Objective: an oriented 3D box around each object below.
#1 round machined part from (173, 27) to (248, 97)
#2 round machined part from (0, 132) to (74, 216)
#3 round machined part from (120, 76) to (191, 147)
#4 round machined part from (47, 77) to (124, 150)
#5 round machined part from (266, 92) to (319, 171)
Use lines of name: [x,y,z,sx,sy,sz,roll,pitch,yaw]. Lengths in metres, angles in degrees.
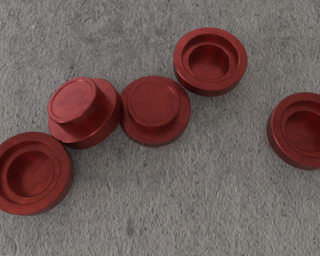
round machined part: [0.067,-0.087,0.431,0.099,0.042,0.098,0,70,0]
round machined part: [-0.153,0.057,0.377,0.099,0.042,0.098,0,70,0]
round machined part: [-0.008,-0.027,0.409,0.099,0.042,0.098,0,70,0]
round machined part: [-0.099,-0.025,0.389,0.098,0.042,0.098,-11,55,17]
round machined part: [0.186,0.007,0.398,0.099,0.042,0.098,0,70,0]
